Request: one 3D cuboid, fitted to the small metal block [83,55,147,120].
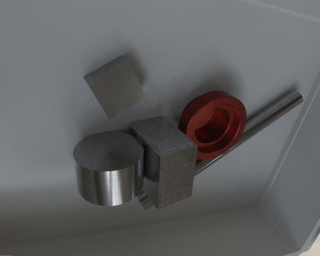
[{"bbox_3d":[-0.051,-0.046,0.354,0.050,0.025,0.050,-32,129,-8],"label":"small metal block"}]

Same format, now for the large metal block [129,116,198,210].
[{"bbox_3d":[0.001,0.042,0.398,0.050,0.080,0.079,-15,125,-27],"label":"large metal block"}]

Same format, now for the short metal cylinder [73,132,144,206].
[{"bbox_3d":[-0.060,0.046,0.370,0.081,0.080,0.050,-12,124,-23],"label":"short metal cylinder"}]

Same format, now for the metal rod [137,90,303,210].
[{"bbox_3d":[0.097,0.031,0.482,0.301,0.025,0.025,-33,129,-7],"label":"metal rod"}]

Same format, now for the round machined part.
[{"bbox_3d":[0.068,-0.007,0.432,0.099,0.042,0.097,-14,125,-21],"label":"round machined part"}]
